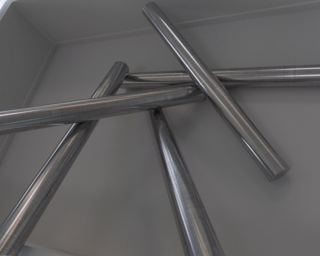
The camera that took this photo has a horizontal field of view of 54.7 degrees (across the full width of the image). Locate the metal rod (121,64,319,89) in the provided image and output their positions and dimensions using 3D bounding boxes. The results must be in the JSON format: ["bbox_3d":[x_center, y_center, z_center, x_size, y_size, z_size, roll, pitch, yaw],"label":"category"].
[{"bbox_3d":[0.073,-0.065,0.407,0.300,0.025,0.025,3,63,29],"label":"metal rod"}]

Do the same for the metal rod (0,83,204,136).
[{"bbox_3d":[-0.085,-0.020,0.348,0.303,0.025,0.025,-11,48,-23],"label":"metal rod"}]

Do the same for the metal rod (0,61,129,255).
[{"bbox_3d":[-0.095,0.011,0.352,0.025,0.025,0.301,-7,39,25],"label":"metal rod"}]

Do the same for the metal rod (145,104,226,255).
[{"bbox_3d":[0.011,0.033,0.302,0.025,0.025,0.300,-33,27,7],"label":"metal rod"}]

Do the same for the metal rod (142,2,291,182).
[{"bbox_3d":[0.053,-0.064,0.386,0.025,0.025,0.299,-34,61,6],"label":"metal rod"}]
